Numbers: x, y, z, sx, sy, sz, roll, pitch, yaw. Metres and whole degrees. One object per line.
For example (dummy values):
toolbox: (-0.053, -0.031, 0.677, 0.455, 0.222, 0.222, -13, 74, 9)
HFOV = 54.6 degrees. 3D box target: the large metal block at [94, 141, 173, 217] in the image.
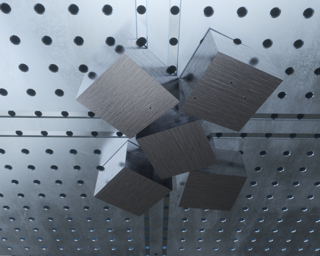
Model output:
large metal block: (-0.039, 0.077, 0.458, 0.080, 0.050, 0.080, 31, 123, -23)

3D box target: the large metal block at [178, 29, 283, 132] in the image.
large metal block: (0.074, -0.051, 0.351, 0.080, 0.050, 0.080, 18, 128, -19)

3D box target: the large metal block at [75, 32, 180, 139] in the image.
large metal block: (-0.035, -0.046, 0.355, 0.080, 0.050, 0.080, -36, 121, 27)

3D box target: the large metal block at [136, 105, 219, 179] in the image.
large metal block: (0.023, 0.014, 0.406, 0.080, 0.050, 0.080, -18, 128, 14)

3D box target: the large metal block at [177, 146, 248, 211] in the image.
large metal block: (0.073, 0.076, 0.460, 0.080, 0.050, 0.079, 6, 130, -6)
